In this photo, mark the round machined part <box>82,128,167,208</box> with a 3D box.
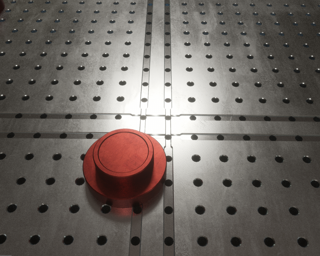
[{"bbox_3d":[-0.041,0.039,0.363,0.099,0.042,0.098,0,50,0],"label":"round machined part"}]

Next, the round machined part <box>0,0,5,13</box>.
[{"bbox_3d":[-0.362,-0.250,0.602,0.099,0.042,0.098,0,50,0],"label":"round machined part"}]
